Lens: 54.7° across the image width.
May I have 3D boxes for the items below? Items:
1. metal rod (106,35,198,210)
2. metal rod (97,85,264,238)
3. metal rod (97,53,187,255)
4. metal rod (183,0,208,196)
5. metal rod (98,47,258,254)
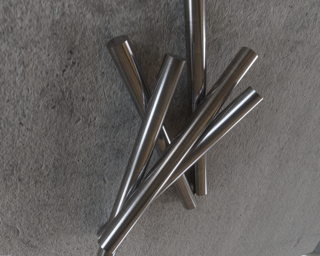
[{"bbox_3d":[0.002,0.016,0.417,0.025,0.025,0.299,-31,129,-9],"label":"metal rod"},{"bbox_3d":[0.017,0.059,0.419,0.299,0.025,0.025,-46,130,16],"label":"metal rod"},{"bbox_3d":[-0.030,0.053,0.389,0.025,0.025,0.298,6,115,-31],"label":"metal rod"},{"bbox_3d":[0.052,-0.021,0.421,0.025,0.025,0.298,-19,126,-18],"label":"metal rod"},{"bbox_3d":[0.025,0.024,0.385,0.300,0.025,0.025,-53,129,-4],"label":"metal rod"}]
